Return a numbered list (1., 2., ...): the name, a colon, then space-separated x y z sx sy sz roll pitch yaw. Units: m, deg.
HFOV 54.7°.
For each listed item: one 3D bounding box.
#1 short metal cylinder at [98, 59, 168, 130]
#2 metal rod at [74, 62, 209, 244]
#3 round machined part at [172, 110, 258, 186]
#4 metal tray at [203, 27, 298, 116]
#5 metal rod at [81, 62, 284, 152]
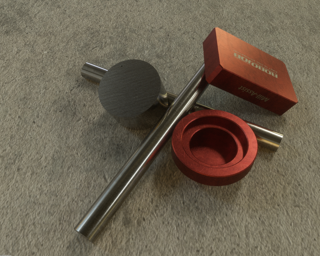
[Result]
1. short metal cylinder: -0.033 -0.042 0.407 0.080 0.050 0.080 -4 70 11
2. metal rod: 0.005 0.003 0.380 0.025 0.025 0.301 27 61 20
3. round machined part: 0.063 0.027 0.371 0.099 0.042 0.098 0 50 0
4. metal tray: 0.124 -0.079 0.432 0.131 0.030 0.090 20 47 -20
5. metal rod: 0.018 -0.035 0.436 0.301 0.025 0.025 22 54 17
